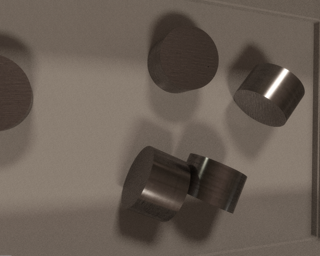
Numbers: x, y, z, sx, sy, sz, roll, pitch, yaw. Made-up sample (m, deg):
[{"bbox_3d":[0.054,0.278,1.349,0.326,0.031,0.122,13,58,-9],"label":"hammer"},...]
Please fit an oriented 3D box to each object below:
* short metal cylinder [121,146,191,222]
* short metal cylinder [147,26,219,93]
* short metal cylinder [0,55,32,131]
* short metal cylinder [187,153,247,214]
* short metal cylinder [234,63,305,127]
[{"bbox_3d":[-0.006,0.068,0.380,0.050,0.080,0.080,26,82,-19],"label":"short metal cylinder"},{"bbox_3d":[0.029,-0.088,0.409,0.081,0.050,0.079,0,90,-21],"label":"short metal cylinder"},{"bbox_3d":[-0.180,-0.035,0.331,0.081,0.050,0.079,0,90,-21],"label":"short metal cylinder"},{"bbox_3d":[0.067,0.072,0.408,0.080,0.080,0.050,27,81,-19],"label":"short metal cylinder"},{"bbox_3d":[0.154,-0.046,0.440,0.080,0.080,0.050,41,77,-16],"label":"short metal cylinder"}]
